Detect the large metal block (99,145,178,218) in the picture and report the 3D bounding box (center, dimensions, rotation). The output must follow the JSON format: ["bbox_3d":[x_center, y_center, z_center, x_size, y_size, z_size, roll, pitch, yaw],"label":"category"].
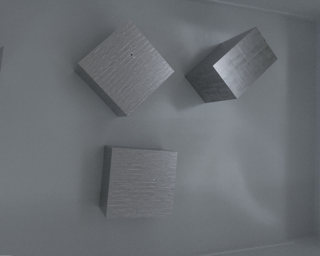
[{"bbox_3d":[-0.028,0.065,0.387,0.081,0.050,0.080,5,88,-20],"label":"large metal block"}]

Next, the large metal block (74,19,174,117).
[{"bbox_3d":[-0.045,-0.070,0.381,0.080,0.050,0.080,-46,104,-14],"label":"large metal block"}]

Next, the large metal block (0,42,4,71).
[{"bbox_3d":[-0.205,-0.082,0.301,0.080,0.080,0.050,48,63,-14],"label":"large metal block"}]

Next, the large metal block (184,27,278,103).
[{"bbox_3d":[0.092,-0.080,0.415,0.080,0.080,0.050,-43,104,-15],"label":"large metal block"}]
